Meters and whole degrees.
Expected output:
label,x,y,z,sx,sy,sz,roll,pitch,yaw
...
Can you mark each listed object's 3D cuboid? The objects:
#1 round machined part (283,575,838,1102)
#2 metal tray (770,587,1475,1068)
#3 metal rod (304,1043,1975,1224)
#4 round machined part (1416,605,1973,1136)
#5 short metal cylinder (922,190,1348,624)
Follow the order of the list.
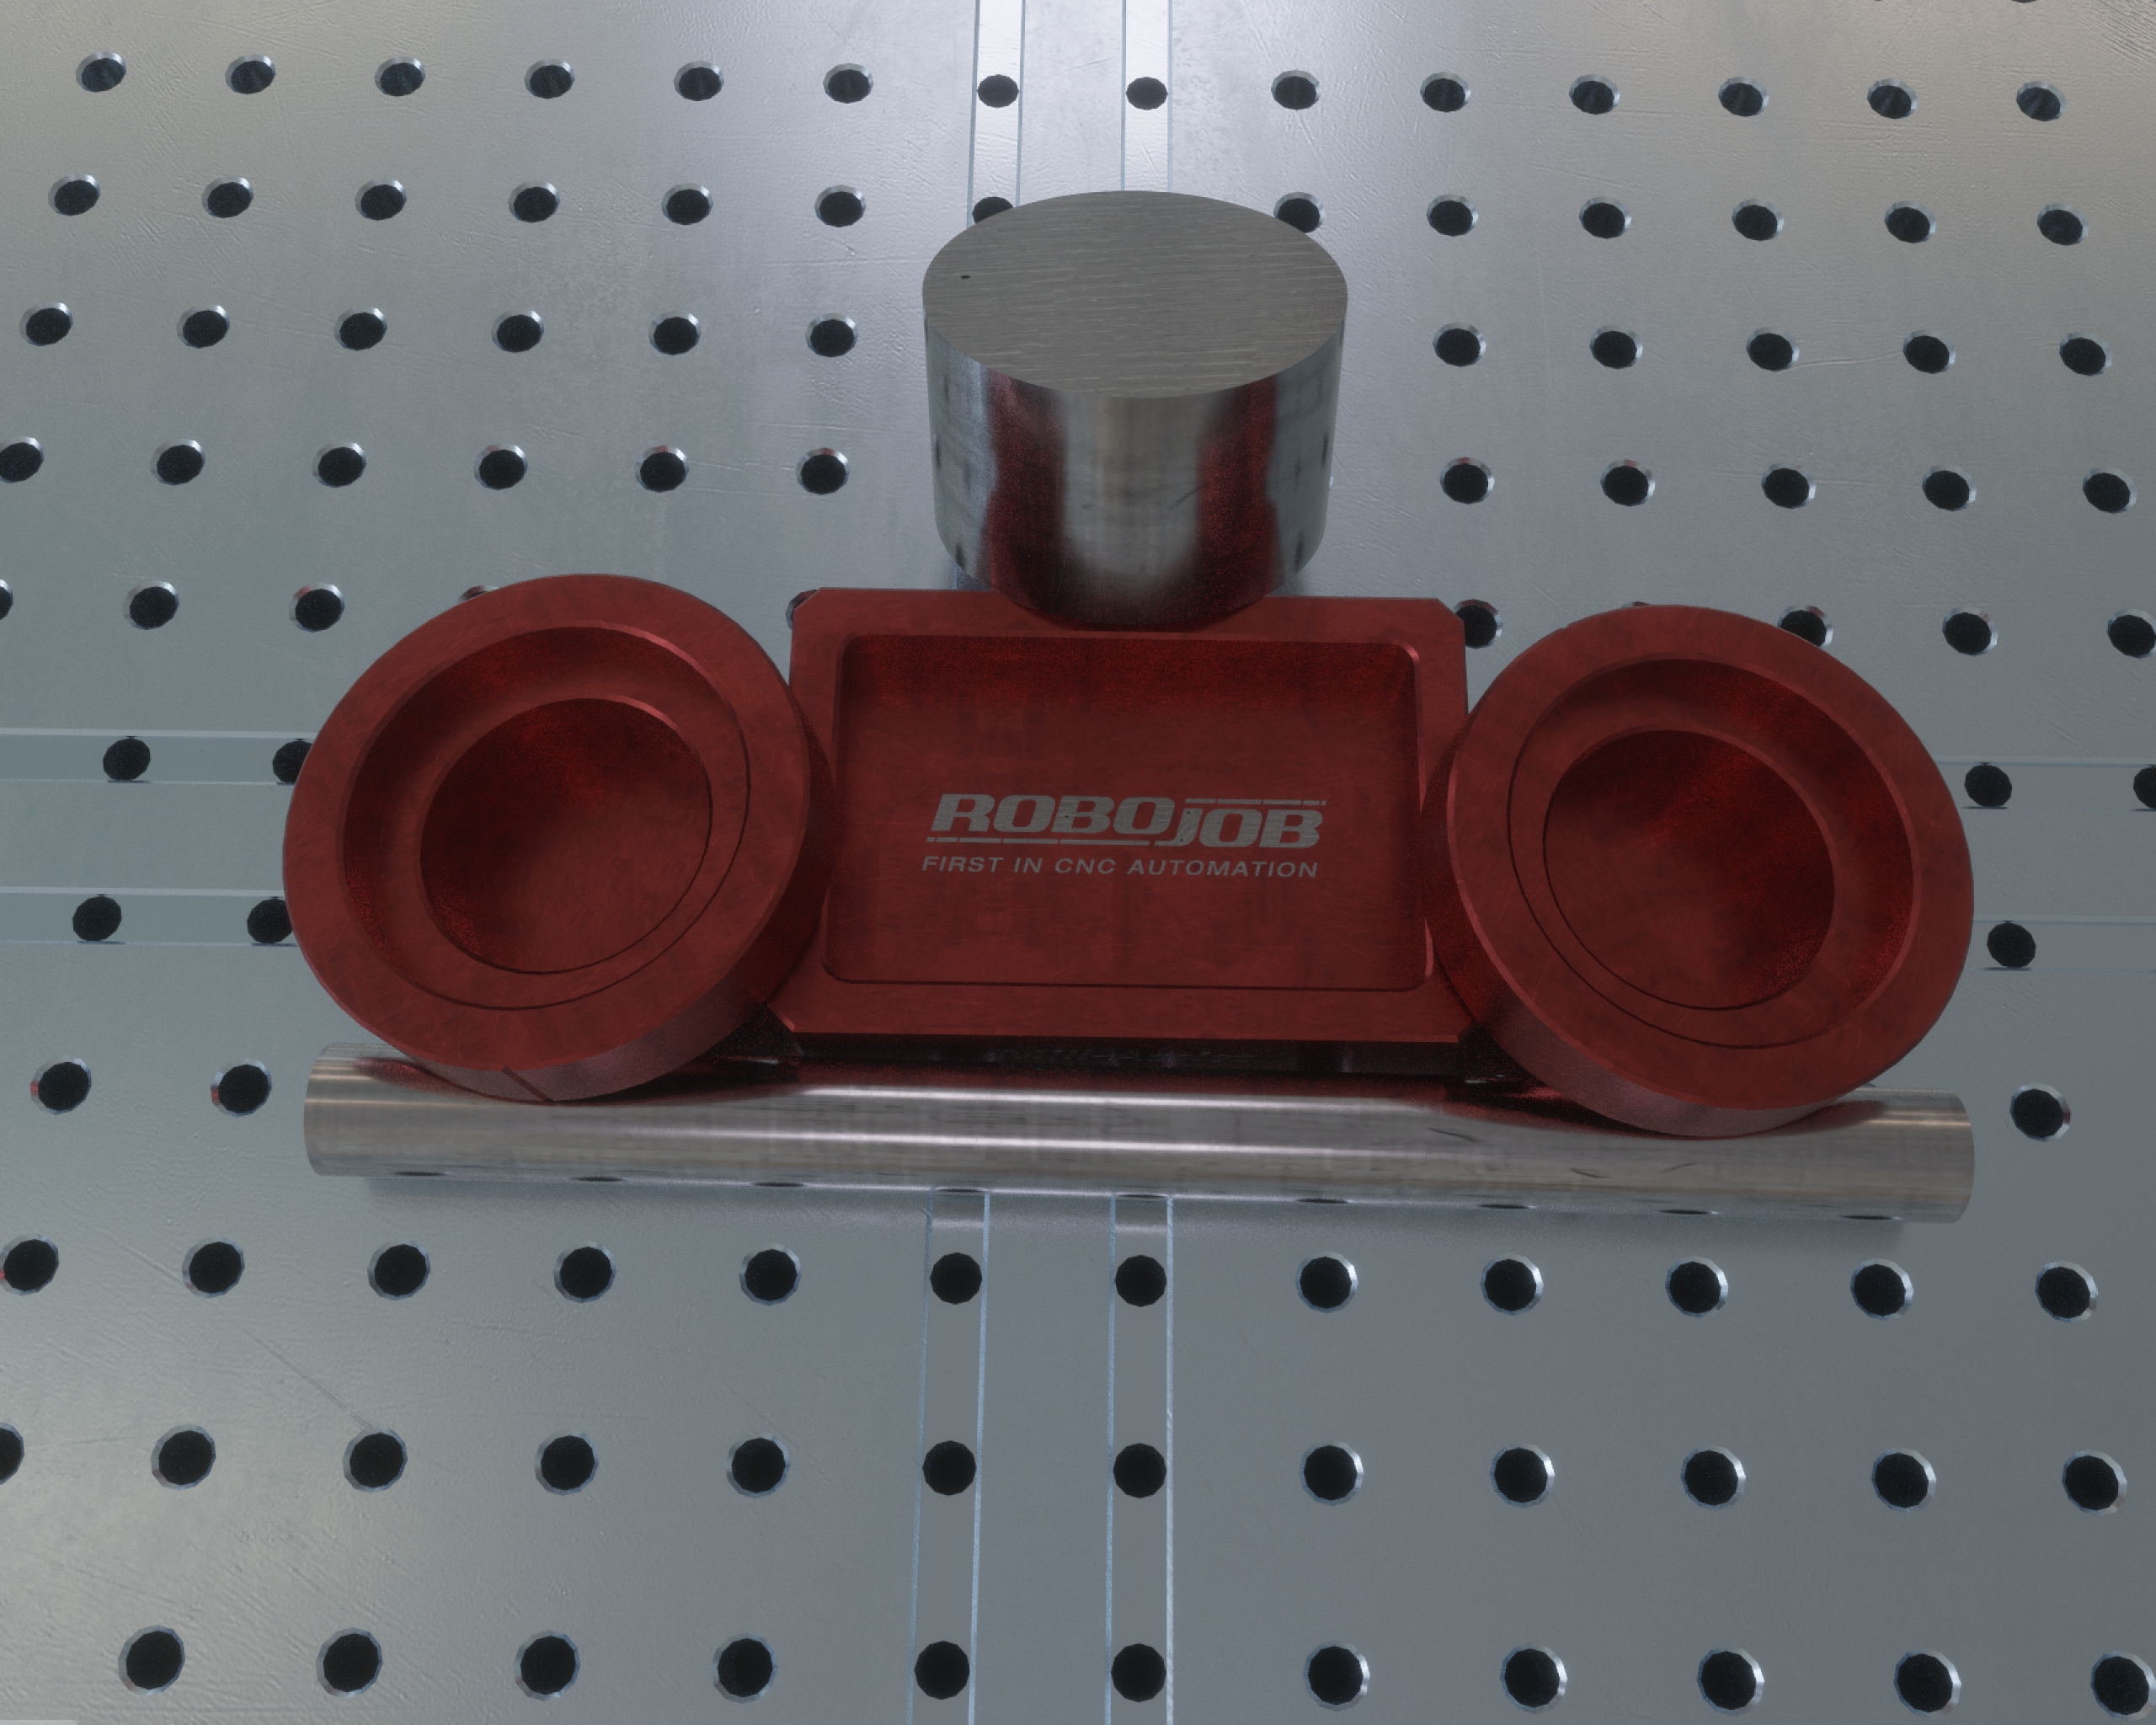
label,x,y,z,sx,sy,sz,roll,pitch,yaw
round machined part,-0.093,-0.002,0.393,0.099,0.042,0.098,-3,67,7
metal tray,0.009,-0.006,0.407,0.131,0.030,0.090,1,71,0
metal rod,0.011,0.050,0.389,0.302,0.025,0.025,2,70,0
round machined part,0.111,0.004,0.393,0.099,0.042,0.098,3,68,-7
short metal cylinder,0.011,-0.091,0.412,0.081,0.050,0.080,0,44,0
